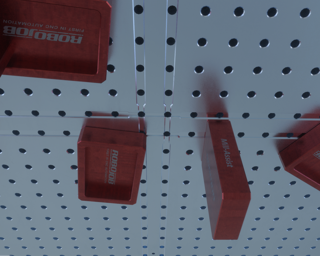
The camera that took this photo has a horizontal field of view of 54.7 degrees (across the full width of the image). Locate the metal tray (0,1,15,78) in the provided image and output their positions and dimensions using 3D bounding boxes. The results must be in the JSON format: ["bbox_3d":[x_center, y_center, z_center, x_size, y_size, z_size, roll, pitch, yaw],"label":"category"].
[{"bbox_3d":[-0.171,-0.113,0.267,0.030,0.090,0.129,-8,130,-2],"label":"metal tray"}]

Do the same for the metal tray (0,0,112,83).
[{"bbox_3d":[-0.118,-0.096,0.313,0.131,0.030,0.089,3,129,-12],"label":"metal tray"}]

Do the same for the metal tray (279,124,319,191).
[{"bbox_3d":[0.254,0.051,0.455,0.131,0.030,0.090,29,124,-23],"label":"metal tray"}]

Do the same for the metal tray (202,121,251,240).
[{"bbox_3d":[0.079,0.063,0.398,0.030,0.130,0.089,0,130,-1],"label":"metal tray"}]

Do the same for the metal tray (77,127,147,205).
[{"bbox_3d":[-0.073,0.060,0.458,0.091,0.030,0.129,7,130,-6],"label":"metal tray"}]
